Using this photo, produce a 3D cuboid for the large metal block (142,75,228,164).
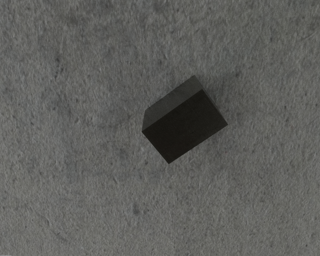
[{"bbox_3d":[0.027,-0.014,0.376,0.080,0.080,0.050,-35,106,12],"label":"large metal block"}]
